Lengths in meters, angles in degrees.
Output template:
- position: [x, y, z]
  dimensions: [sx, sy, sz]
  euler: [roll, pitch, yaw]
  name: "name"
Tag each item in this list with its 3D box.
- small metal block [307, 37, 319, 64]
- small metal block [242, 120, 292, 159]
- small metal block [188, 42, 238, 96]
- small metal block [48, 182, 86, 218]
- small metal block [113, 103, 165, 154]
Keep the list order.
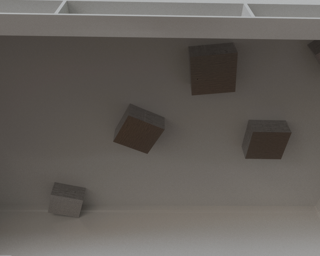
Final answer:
- position: [0.201, -0.084, 0.339]
  dimensions: [0.050, 0.025, 0.050]
  euler: [-35, 122, 25]
  name: "small metal block"
- position: [0.144, 0.016, 0.424]
  dimensions: [0.050, 0.025, 0.050]
  euler: [1, 130, -1]
  name: "small metal block"
- position: [0.059, -0.067, 0.353]
  dimensions: [0.050, 0.025, 0.050]
  euler: [-5, 130, 3]
  name: "small metal block"
- position: [-0.153, 0.119, 0.509]
  dimensions: [0.050, 0.025, 0.050]
  euler: [13, 129, -11]
  name: "small metal block"
- position: [-0.028, 0.002, 0.410]
  dimensions: [0.050, 0.025, 0.050]
  euler: [22, 127, -18]
  name: "small metal block"
